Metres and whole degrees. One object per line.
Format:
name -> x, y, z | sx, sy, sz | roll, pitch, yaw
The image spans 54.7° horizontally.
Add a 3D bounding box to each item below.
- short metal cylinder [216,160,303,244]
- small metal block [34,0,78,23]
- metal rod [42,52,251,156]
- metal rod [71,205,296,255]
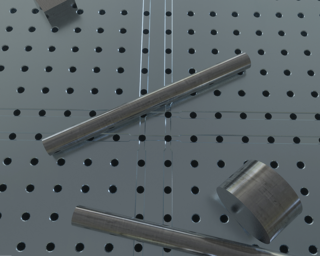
short metal cylinder -> 0.111, 0.083, 0.354 | 0.050, 0.080, 0.080 | -38, 75, -13
small metal block -> -0.166, -0.201, 0.483 | 0.050, 0.025, 0.050 | -34, 74, -12
metal rod -> -0.011, -0.037, 0.424 | 0.302, 0.025, 0.025 | -24, 72, -9
metal rod -> 0.046, 0.136, 0.362 | 0.302, 0.025, 0.025 | 12, 71, 4
